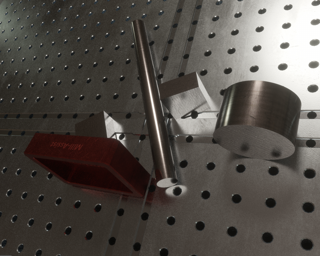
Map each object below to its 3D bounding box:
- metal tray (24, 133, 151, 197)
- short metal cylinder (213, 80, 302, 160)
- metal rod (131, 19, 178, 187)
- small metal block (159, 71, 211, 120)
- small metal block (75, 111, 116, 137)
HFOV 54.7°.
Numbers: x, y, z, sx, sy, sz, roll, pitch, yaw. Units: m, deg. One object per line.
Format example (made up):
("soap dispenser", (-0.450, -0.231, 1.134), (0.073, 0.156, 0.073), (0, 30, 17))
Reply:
("metal tray", (-0.089, 0.045, 0.381), (0.130, 0.090, 0.030), (3, 57, 29))
("short metal cylinder", (0.101, -0.006, 0.323), (0.080, 0.080, 0.050), (5, 64, 30))
("metal rod", (-0.015, -0.056, 0.448), (0.025, 0.025, 0.299), (-22, 54, 15))
("small metal block", (0.033, -0.040, 0.399), (0.050, 0.050, 0.025), (-17, 55, 18))
("small metal block", (-0.094, 0.010, 0.449), (0.050, 0.025, 0.050), (-24, 53, 13))
